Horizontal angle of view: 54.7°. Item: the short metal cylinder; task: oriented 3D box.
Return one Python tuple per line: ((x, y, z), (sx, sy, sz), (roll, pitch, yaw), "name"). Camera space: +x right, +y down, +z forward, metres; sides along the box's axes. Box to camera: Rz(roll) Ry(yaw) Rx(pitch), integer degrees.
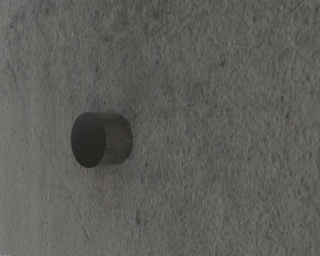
((-0.087, 0.017, 0.458), (0.080, 0.050, 0.079), (0, 90, 39), "short metal cylinder")
